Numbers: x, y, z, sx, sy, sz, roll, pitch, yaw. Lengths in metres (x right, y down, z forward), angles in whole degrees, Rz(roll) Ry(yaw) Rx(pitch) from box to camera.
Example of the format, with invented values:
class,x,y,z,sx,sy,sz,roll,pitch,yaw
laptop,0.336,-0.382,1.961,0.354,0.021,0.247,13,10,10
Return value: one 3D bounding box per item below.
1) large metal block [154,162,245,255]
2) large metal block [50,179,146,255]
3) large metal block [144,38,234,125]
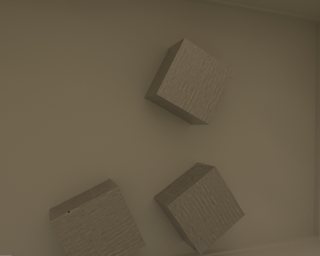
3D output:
class,x,y,z,sx,sy,sz,roll,pitch,yaw
large metal block,0.053,0.105,0.417,0.080,0.050,0.080,-36,102,-16
large metal block,-0.075,0.118,0.370,0.081,0.050,0.080,-26,99,-18
large metal block,0.038,-0.058,0.411,0.080,0.050,0.080,29,81,-18
